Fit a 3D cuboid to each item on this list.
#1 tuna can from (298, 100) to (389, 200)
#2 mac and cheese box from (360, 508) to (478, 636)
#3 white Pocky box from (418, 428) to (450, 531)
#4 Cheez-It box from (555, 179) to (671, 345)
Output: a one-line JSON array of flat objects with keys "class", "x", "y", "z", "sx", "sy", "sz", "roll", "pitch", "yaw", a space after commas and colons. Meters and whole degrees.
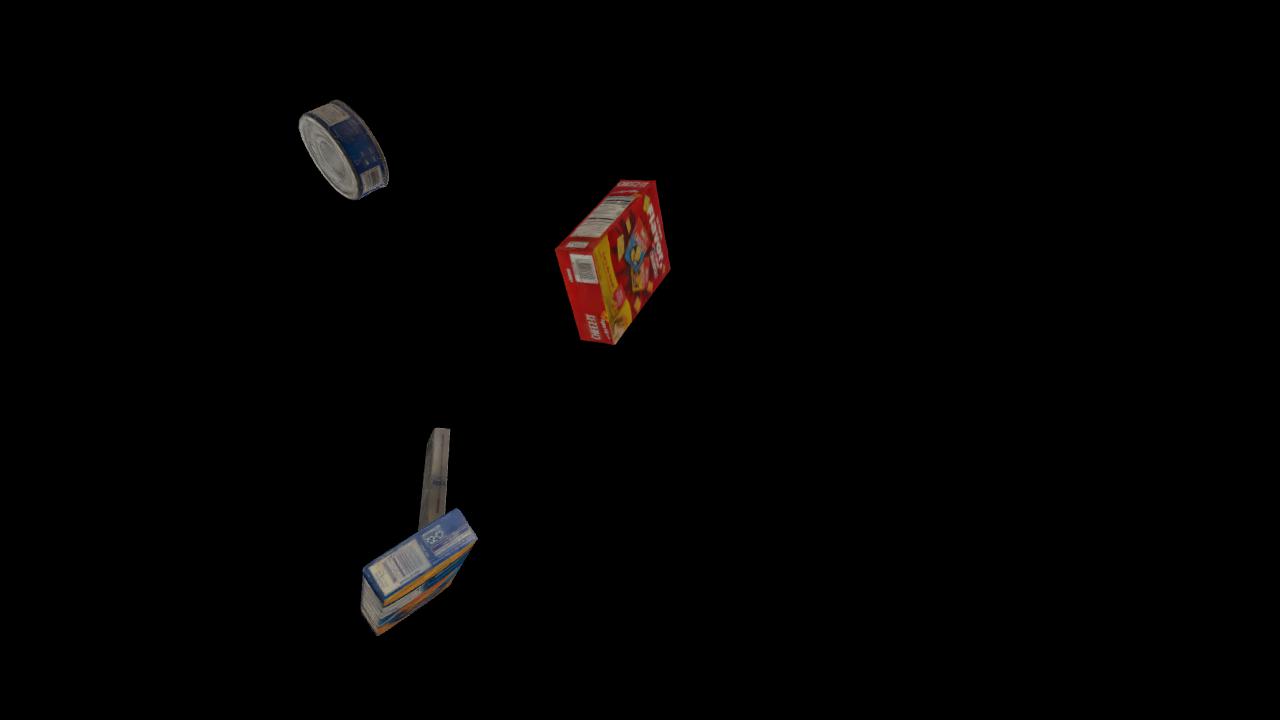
[{"class": "tuna can", "x": -0.273, "y": -0.192, "z": 0.568, "sx": 0.034, "sy": 0.084, "sz": 0.084, "roll": -43, "pitch": 25, "yaw": -31}, {"class": "mac and cheese box", "x": -0.219, "y": 0.210, "z": 0.596, "sx": 0.093, "sy": 0.041, "sz": 0.184, "roll": -32, "pitch": -14, "yaw": -36}, {"class": "white Pocky box", "x": -0.318, "y": 0.190, "z": 0.952, "sx": 0.028, "sy": 0.154, "sz": 0.084, "roll": 9, "pitch": -29, "yaw": -25}, {"class": "Cheez-It box", "x": -0.032, "y": -0.155, "z": 0.945, "sx": 0.071, "sy": 0.166, "sz": 0.223, "roll": 10, "pitch": 44, "yaw": 25}]
